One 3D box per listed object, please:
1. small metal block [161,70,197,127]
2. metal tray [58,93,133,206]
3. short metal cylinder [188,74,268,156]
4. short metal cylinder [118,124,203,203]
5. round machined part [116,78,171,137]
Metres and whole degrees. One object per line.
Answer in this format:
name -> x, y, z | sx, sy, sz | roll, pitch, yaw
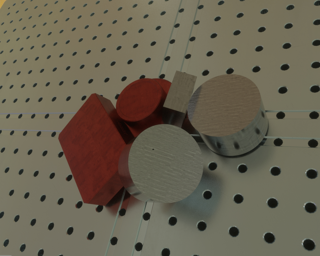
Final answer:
small metal block -> 0.022, -0.032, 0.372 | 0.025, 0.050, 0.050 | 18, 67, 5
metal tray -> -0.082, 0.025, 0.413 | 0.090, 0.030, 0.130 | -48, 50, 14
short metal cylinder -> 0.078, -0.015, 0.355 | 0.080, 0.050, 0.080 | -13, 56, 21
short metal cylinder -> -0.001, 0.040, 0.336 | 0.080, 0.080, 0.050 | -67, 12, -19
round machined part -> -0.020, -0.029, 0.420 | 0.098, 0.042, 0.098 | -13, 56, 21
